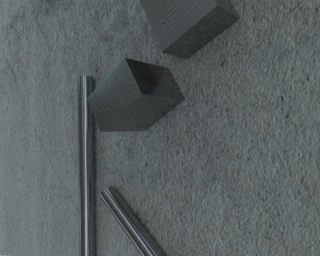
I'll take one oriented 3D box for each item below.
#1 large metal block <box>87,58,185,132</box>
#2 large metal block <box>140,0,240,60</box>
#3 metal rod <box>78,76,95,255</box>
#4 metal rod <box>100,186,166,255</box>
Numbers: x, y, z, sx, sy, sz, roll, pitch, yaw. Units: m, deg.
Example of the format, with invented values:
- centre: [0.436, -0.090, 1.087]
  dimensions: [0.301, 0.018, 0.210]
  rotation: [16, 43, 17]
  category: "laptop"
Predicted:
- centre: [-0.030, -0.037, 0.392]
  dimensions: [0.080, 0.081, 0.050]
  rotation: [-38, 67, 33]
  category: "large metal block"
- centre: [0.032, -0.140, 0.361]
  dimensions: [0.080, 0.050, 0.080]
  rotation: [-33, 70, 35]
  category: "large metal block"
- centre: [-0.119, 0.067, 0.499]
  dimensions: [0.025, 0.025, 0.298]
  rotation: [-1, 89, 39]
  category: "metal rod"
- centre: [0.012, 0.190, 0.393]
  dimensions: [0.300, 0.025, 0.025]
  rotation: [46, 117, 30]
  category: "metal rod"
